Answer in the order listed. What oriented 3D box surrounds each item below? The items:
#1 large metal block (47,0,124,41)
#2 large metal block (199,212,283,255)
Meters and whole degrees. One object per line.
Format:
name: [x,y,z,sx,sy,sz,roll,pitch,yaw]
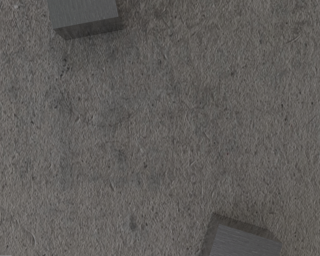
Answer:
large metal block: [-0.097,-0.166,0.396,0.080,0.050,0.080,-11,90,0]
large metal block: [0.098,0.165,0.398,0.080,0.050,0.080,17,90,0]
